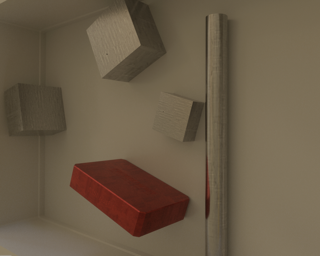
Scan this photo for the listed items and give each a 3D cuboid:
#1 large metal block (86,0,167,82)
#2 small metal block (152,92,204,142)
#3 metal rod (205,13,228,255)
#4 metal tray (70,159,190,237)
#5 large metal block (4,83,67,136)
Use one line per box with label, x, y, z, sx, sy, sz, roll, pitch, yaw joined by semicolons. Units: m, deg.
large metal block;-0.048;-0.120;0.428;0.080;0.050;0.080;-31;71;35
small metal block;0.022;-0.015;0.387;0.050;0.025;0.050;22;104;37
metal rod;0.064;0.023;0.352;0.025;0.025;0.298;0;90;39
metal tray;-0.040;0.081;0.395;0.130;0.091;0.030;24;105;37
large metal block;-0.220;-0.030;0.549;0.050;0.081;0.080;-16;80;38
